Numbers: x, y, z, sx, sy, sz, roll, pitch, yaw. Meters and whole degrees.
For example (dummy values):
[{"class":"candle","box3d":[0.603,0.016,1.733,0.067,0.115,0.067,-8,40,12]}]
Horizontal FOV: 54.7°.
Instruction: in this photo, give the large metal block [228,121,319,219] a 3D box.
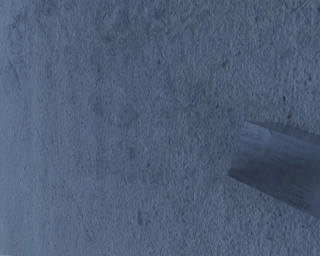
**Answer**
[{"class":"large metal block","box3d":[0.120,0.030,0.270,0.080,0.081,0.050,24,105,37]}]
